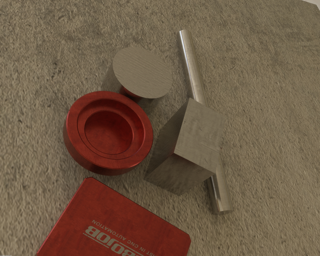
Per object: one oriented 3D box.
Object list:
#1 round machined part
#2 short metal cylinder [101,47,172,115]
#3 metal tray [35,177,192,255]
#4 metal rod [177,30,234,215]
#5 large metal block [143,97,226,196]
[{"bbox_3d":[-0.061,0.009,0.356,0.099,0.042,0.098,14,56,-21],"label":"round machined part"},{"bbox_3d":[-0.031,-0.059,0.408,0.081,0.050,0.080,14,56,-21],"label":"short metal cylinder"},{"bbox_3d":[-0.041,0.120,0.306,0.130,0.030,0.090,33,51,-7],"label":"metal tray"},{"bbox_3d":[0.060,-0.026,0.453,0.025,0.025,0.299,6,59,-26],"label":"metal rod"},{"bbox_3d":[0.029,0.024,0.371,0.050,0.080,0.080,28,52,-12],"label":"large metal block"}]
